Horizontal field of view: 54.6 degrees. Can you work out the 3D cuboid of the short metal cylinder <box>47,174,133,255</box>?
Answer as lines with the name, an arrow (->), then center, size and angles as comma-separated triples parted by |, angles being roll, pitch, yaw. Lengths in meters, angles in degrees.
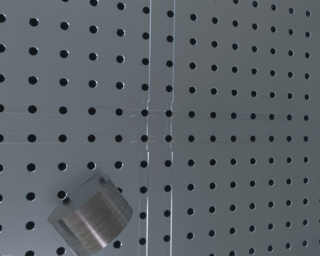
short metal cylinder -> -0.078, 0.098, 0.355 | 0.080, 0.080, 0.050 | -37, 102, -16
